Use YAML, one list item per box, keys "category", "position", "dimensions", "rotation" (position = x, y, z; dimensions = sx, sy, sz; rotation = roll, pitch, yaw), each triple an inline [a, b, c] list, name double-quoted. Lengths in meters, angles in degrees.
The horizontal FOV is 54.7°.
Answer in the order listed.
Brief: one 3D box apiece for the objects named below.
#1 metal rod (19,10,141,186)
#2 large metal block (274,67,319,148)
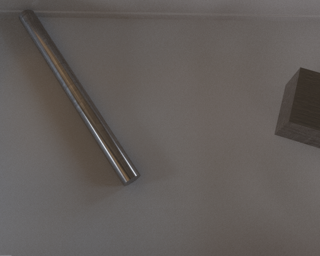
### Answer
- category: "metal rod"
  position: [-0.118, -0.052, 0.427]
  dimensions: [0.025, 0.025, 0.299]
  rotation: [-32, 73, -11]
- category: "large metal block"
  position: [0.207, -0.023, 0.407]
  dimensions: [0.080, 0.050, 0.080]
  rotation: [18, 71, 6]
